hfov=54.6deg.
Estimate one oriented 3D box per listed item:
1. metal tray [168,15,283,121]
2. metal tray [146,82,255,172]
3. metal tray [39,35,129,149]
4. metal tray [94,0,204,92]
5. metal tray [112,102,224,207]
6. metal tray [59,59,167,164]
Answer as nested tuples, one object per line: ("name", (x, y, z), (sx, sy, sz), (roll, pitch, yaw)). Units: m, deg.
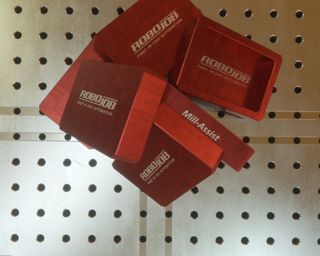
("metal tray", (0.083, -0.070, 0.387), (0.131, 0.030, 0.090), (18, 90, -23))
("metal tray", (0.044, -0.003, 0.380), (0.130, 0.090, 0.030), (38, 90, 0))
("metal tray", (-0.081, -0.048, 0.410), (0.090, 0.030, 0.130), (39, 90, -1))
("metal tray", (-0.007, -0.114, 0.392), (0.130, 0.030, 0.090), (-44, 93, -14))
("metal tray", (0.003, 0.038, 0.365), (0.090, 0.129, 0.030), (38, 51, 0))
("metal tray", (-0.058, -0.024, 0.337), (0.030, 0.130, 0.090), (19, 90, -42))
